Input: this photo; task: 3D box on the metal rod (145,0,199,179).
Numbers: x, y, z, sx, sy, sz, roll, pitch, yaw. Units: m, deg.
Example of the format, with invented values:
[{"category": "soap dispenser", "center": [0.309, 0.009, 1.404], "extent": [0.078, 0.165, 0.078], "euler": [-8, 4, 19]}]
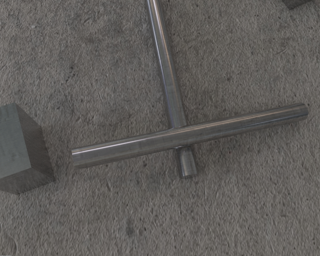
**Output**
[{"category": "metal rod", "center": [0.011, -0.078, 0.436], "extent": [0.025, 0.025, 0.299], "euler": [-9, 70, -4]}]

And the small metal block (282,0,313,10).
[{"category": "small metal block", "center": [0.217, -0.223, 0.491], "extent": [0.050, 0.025, 0.050], "euler": [-26, 72, -9]}]

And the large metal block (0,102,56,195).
[{"category": "large metal block", "center": [-0.171, 0.028, 0.368], "extent": [0.050, 0.080, 0.080], "euler": [-20, 71, -7]}]

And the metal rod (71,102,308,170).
[{"category": "metal rod", "center": [0.048, 0.006, 0.381], "extent": [0.302, 0.025, 0.025], "euler": [-11, 70, -14]}]
